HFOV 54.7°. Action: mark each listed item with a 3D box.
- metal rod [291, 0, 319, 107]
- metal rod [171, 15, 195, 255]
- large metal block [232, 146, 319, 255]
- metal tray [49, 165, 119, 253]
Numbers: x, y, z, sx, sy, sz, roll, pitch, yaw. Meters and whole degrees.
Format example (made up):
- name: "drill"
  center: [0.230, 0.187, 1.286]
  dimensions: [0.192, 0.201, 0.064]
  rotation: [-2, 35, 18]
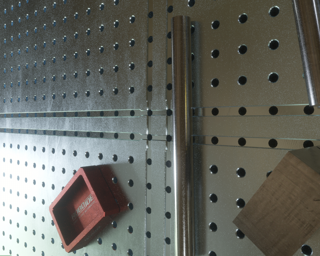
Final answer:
- name: "metal rod"
  center: [0.133, -0.169, 0.299]
  dimensions: [0.025, 0.025, 0.298]
  rotation: [-11, 83, 39]
- name: "metal rod"
  center: [0.029, 0.013, 0.385]
  dimensions: [0.025, 0.025, 0.298]
  rotation: [-2, 89, 40]
- name: "large metal block"
  center: [0.123, 0.064, 0.272]
  dimensions: [0.050, 0.081, 0.080]
  rotation: [44, 116, 31]
- name: "metal tray"
  center: [-0.130, 0.134, 0.513]
  dimensions: [0.129, 0.030, 0.090]
  rotation: [-48, 62, 29]
